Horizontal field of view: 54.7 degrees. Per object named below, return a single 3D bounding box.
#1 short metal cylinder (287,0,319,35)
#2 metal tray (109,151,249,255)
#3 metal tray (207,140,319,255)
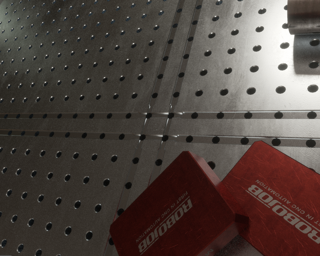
[{"bbox_3d":[0.187,-0.153,0.369,0.050,0.080,0.080,8,66,31],"label":"short metal cylinder"},{"bbox_3d":[0.013,0.099,0.314,0.130,0.030,0.090,-47,48,13],"label":"metal tray"},{"bbox_3d":[0.121,0.081,0.292,0.090,0.030,0.130,-49,52,-7],"label":"metal tray"}]
